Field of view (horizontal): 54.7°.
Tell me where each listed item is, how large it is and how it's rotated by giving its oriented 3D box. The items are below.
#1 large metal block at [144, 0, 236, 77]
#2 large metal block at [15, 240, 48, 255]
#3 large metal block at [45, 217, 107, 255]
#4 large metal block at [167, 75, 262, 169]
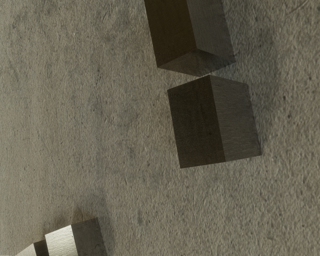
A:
[{"bbox_3d":[0.034,-0.107,0.341,0.050,0.081,0.080,-18,79,39],"label":"large metal block"},{"bbox_3d":[-0.215,0.255,0.567,0.080,0.050,0.080,-38,67,33],"label":"large metal block"},{"bbox_3d":[-0.134,0.198,0.500,0.080,0.050,0.080,-29,72,36],"label":"large metal block"},{"bbox_3d":[0.058,-0.005,0.321,0.050,0.081,0.080,-15,80,39],"label":"large metal block"}]
